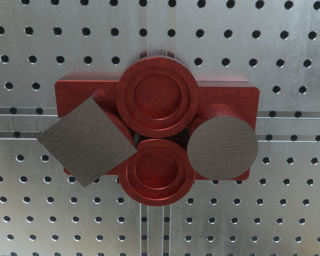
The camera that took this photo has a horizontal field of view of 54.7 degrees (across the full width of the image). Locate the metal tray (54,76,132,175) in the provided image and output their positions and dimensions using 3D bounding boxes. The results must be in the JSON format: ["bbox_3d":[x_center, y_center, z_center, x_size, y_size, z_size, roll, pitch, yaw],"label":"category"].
[{"bbox_3d":[-0.083,-0.002,0.409,0.091,0.030,0.129,0,110,-2],"label":"metal tray"}]

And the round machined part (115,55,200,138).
[{"bbox_3d":[-0.003,-0.040,0.380,0.099,0.042,0.097,0,110,0],"label":"round machined part"}]

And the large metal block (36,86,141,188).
[{"bbox_3d":[-0.081,0.010,0.371,0.080,0.050,0.080,-35,107,12],"label":"large metal block"}]

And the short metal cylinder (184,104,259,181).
[{"bbox_3d":[0.071,0.016,0.374,0.081,0.050,0.079,0,110,0],"label":"short metal cylinder"}]

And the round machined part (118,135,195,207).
[{"bbox_3d":[-0.004,0.052,0.414,0.099,0.042,0.097,0,110,0],"label":"round machined part"}]

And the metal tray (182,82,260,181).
[{"bbox_3d":[0.076,0.006,0.411,0.091,0.030,0.129,1,110,-1],"label":"metal tray"}]
